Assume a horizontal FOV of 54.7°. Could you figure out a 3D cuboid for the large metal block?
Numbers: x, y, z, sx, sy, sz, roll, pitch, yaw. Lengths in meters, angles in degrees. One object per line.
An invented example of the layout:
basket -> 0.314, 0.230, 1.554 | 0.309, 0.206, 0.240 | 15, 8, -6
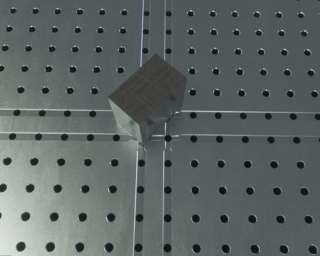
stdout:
large metal block -> -0.014, -0.033, 0.395 | 0.050, 0.080, 0.080 | 41, 75, 13
